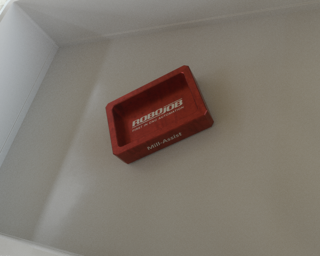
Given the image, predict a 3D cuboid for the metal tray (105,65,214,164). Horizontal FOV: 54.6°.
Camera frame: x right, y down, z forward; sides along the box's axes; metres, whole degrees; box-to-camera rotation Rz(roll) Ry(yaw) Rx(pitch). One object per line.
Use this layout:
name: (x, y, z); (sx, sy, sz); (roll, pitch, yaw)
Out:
metal tray: (-0.005, -0.018, 0.413); (0.130, 0.030, 0.090); (-25, 53, 12)
